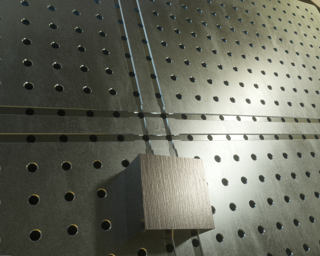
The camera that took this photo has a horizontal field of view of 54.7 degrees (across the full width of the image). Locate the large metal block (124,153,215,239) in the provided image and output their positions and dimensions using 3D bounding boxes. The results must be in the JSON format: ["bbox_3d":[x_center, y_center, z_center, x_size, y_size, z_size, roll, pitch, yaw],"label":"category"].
[{"bbox_3d":[0.008,0.079,0.350,0.081,0.050,0.080,8,58,-25],"label":"large metal block"}]
